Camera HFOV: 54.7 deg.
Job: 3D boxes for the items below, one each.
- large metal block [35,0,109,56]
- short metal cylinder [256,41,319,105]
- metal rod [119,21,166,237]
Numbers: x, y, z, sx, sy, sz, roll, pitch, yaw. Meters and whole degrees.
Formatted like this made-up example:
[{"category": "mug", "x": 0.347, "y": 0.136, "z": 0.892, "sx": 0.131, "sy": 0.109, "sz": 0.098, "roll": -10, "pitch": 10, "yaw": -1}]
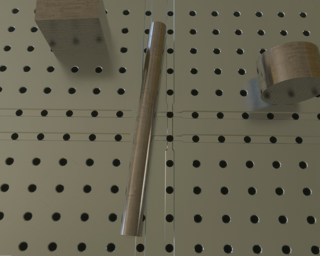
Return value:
[{"category": "large metal block", "x": -0.118, "y": -0.147, "z": 0.435, "sx": 0.081, "sy": 0.080, "sz": 0.050, "roll": -3, "pitch": 70, "yaw": -1}, {"category": "short metal cylinder", "x": 0.171, "y": -0.070, "z": 0.409, "sx": 0.081, "sy": 0.080, "sz": 0.050, "roll": -2, "pitch": 70, "yaw": -1}, {"category": "metal rod", "x": -0.019, "y": -0.013, "z": 0.416, "sx": 0.025, "sy": 0.025, "sz": 0.299, "roll": 6, "pitch": 70, "yaw": 2}]
